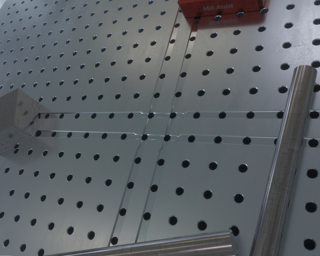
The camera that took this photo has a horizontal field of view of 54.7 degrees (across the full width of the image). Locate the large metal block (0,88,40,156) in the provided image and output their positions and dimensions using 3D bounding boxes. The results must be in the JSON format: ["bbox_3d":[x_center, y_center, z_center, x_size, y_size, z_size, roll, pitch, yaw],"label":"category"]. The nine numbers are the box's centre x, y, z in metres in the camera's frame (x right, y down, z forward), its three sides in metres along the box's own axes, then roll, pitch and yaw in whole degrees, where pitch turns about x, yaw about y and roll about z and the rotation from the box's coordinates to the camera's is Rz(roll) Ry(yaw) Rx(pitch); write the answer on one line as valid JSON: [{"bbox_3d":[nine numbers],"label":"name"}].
[{"bbox_3d":[-0.260,-0.010,0.535,0.080,0.050,0.080,-23,53,14],"label":"large metal block"}]

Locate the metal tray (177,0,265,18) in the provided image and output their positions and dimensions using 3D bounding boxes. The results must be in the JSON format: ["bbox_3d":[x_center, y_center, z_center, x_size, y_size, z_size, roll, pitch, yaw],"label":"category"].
[{"bbox_3d":[0.102,-0.223,0.488,0.130,0.030,0.090,6,65,30],"label":"metal tray"}]

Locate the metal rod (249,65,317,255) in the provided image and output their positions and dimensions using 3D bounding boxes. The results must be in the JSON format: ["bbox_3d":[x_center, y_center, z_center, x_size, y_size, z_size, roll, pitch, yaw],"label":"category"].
[{"bbox_3d":[0.117,0.065,0.306,0.025,0.025,0.300,8,66,32],"label":"metal rod"}]

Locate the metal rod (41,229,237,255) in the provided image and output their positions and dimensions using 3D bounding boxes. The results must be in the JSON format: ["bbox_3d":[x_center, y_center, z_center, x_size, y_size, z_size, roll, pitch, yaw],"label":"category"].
[{"bbox_3d":[-0.065,0.149,0.351,0.301,0.025,0.025,-15,56,19],"label":"metal rod"}]
